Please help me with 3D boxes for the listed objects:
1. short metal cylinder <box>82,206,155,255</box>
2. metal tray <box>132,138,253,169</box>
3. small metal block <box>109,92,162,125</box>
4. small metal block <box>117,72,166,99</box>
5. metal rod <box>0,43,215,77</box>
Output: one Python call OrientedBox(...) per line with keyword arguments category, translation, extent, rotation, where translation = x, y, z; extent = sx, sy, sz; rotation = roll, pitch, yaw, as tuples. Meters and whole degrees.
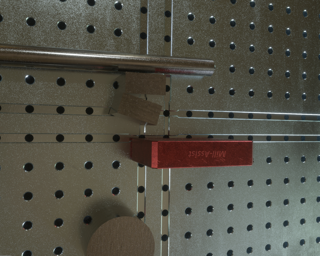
OrientedBox(category="short metal cylinder", translation=(-0.053, 0.142, 0.381), extent=(0.081, 0.050, 0.079), rotation=(0, 90, -21))
OrientedBox(category="metal tray", translation=(0.039, 0.029, 0.393), extent=(0.131, 0.090, 0.030), rotation=(1, 90, -20))
OrientedBox(category="small metal block", translation=(-0.032, -0.022, 0.388), extent=(0.050, 0.050, 0.025), rotation=(18, 84, -20))
OrientedBox(category="small metal block", translation=(-0.025, -0.053, 0.391), extent=(0.050, 0.050, 0.025), rotation=(1, 90, -20))
OrientedBox(category="metal rod", translation=(-0.071, -0.084, 0.387), extent=(0.303, 0.025, 0.025), rotation=(-1, 91, -21))
